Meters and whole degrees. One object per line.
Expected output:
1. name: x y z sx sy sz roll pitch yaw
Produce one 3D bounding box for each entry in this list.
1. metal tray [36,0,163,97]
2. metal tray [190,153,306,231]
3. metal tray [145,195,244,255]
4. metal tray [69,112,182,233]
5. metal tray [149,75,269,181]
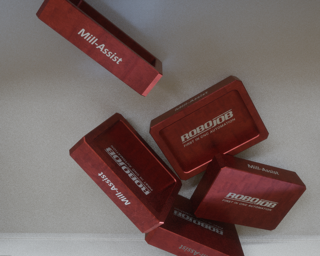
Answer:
1. metal tray: -0.057 -0.094 0.341 0.130 0.090 0.030 36 106 -13
2. metal tray: 0.119 0.091 0.424 0.131 0.030 0.089 15 118 -16
3. metal tray: 0.046 0.140 0.427 0.131 0.090 0.030 25 110 -9
4. metal tray: -0.036 0.050 0.379 0.030 0.090 0.130 -39 95 29
5. metal tray: 0.063 0.002 0.409 0.130 0.030 0.090 -29 108 10
